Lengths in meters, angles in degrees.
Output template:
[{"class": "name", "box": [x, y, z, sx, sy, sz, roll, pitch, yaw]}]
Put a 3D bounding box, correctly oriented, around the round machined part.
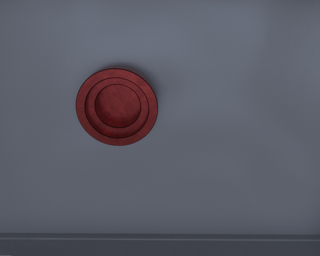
[{"class": "round machined part", "box": [-0.052, -0.030, 0.390, 0.099, 0.042, 0.097, 0, 110, -1]}]
